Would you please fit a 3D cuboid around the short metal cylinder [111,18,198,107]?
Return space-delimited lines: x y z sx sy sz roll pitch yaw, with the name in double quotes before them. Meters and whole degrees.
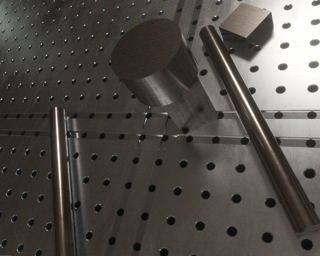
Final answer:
"short metal cylinder" -0.005 -0.070 0.334 0.080 0.050 0.080 -13 56 20

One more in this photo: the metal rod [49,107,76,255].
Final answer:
"metal rod" -0.133 0.089 0.421 0.025 0.025 0.299 -26 53 12

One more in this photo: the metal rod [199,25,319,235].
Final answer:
"metal rod" 0.103 -0.024 0.368 0.025 0.025 0.299 -25 53 13

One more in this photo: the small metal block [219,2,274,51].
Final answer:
"small metal block" 0.120 -0.142 0.432 0.050 0.025 0.050 -47 52 -5

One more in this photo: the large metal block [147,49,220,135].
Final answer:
"large metal block" 0.026 -0.051 0.389 0.050 0.080 0.080 -28 52 10
